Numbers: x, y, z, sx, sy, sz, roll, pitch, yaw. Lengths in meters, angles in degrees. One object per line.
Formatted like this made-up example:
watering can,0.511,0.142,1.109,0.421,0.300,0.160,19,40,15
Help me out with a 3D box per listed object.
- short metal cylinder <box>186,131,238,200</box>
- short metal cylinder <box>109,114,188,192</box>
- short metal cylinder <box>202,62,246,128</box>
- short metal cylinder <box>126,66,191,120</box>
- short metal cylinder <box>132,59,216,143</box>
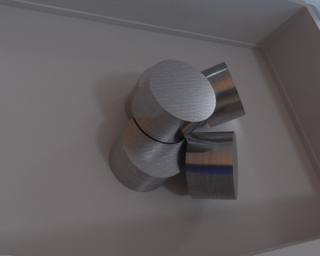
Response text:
short metal cylinder,0.064,0.044,0.369,0.050,0.080,0.080,-2,53,17
short metal cylinder,-0.013,0.029,0.365,0.081,0.050,0.080,14,56,-21
short metal cylinder,0.081,-0.046,0.435,0.080,0.050,0.080,-22,90,-78
short metal cylinder,0.001,-0.035,0.411,0.081,0.050,0.080,14,56,-21
short metal cylinder,0.015,-0.030,0.349,0.081,0.050,0.080,14,56,-21
